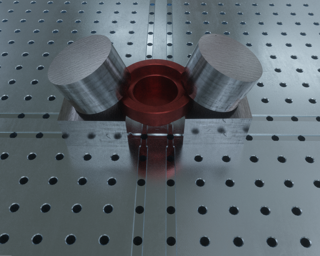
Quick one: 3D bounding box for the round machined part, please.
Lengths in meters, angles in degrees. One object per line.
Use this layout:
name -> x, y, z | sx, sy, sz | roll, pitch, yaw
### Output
round machined part -> -0.005, -0.041, 0.392 | 0.099, 0.042, 0.098 | 0, 50, 0

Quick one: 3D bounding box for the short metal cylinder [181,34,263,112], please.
short metal cylinder -> 0.071, -0.065, 0.365 | 0.081, 0.050, 0.080 | 13, 48, -15

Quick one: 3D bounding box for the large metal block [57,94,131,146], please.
large metal block -> -0.080, -0.023, 0.410 | 0.080, 0.050, 0.080 | 1, 50, 0

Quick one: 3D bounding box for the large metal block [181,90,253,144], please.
large metal block -> 0.070, -0.026, 0.413 | 0.081, 0.050, 0.080 | -1, 50, -1

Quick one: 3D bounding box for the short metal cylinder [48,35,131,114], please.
short metal cylinder -> -0.081, -0.063, 0.362 | 0.080, 0.050, 0.080 | -13, 49, 16
